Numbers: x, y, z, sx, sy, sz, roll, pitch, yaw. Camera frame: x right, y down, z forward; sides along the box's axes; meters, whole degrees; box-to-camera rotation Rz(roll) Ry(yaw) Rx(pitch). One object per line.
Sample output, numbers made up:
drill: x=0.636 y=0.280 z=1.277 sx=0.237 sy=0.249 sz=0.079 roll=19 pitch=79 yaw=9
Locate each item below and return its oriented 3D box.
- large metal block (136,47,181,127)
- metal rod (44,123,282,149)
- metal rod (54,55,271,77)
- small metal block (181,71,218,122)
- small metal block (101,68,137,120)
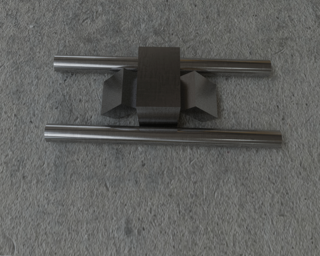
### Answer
large metal block: x=-0.002 y=-0.048 z=0.400 sx=0.050 sy=0.080 sz=0.080 roll=1 pitch=70 yaw=0
metal rod: x=0.004 y=0.011 z=0.405 sx=0.302 sy=0.025 sz=0.025 roll=2 pitch=70 yaw=0
metal rod: x=0.004 y=-0.088 z=0.442 sx=0.302 sy=0.025 sz=0.025 roll=1 pitch=70 yaw=0
small metal block: x=0.051 y=-0.040 z=0.410 sx=0.025 sy=0.050 sz=0.050 roll=-17 pitch=64 yaw=39
small metal block: x=-0.053 y=-0.044 z=0.410 sx=0.025 sy=0.050 sz=0.050 roll=16 pitch=65 yaw=-37
